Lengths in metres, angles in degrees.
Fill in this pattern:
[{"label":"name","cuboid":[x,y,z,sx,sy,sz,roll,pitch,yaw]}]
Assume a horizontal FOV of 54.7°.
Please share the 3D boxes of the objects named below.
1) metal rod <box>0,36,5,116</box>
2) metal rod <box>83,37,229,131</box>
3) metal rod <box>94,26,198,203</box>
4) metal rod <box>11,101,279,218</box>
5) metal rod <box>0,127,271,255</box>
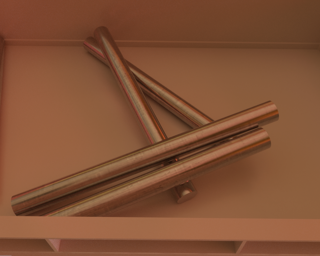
[{"label":"metal rod","cuboid":[-0.236,-0.037,0.432,0.025,0.025,0.300,-12,51,-10]},{"label":"metal rod","cuboid":[-0.013,-0.060,0.455,0.025,0.025,0.300,-37,60,-27]},{"label":"metal rod","cuboid":[-0.031,-0.037,0.416,0.025,0.025,0.299,-19,59,-16]},{"label":"metal rod","cuboid":[-0.012,0.032,0.343,0.302,0.025,0.025,-20,53,-4]},{"label":"metal rod","cuboid":[-0.024,0.064,0.324,0.302,0.025,0.025,-21,53,-7]}]
